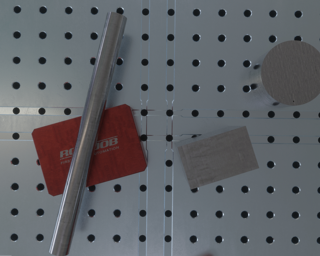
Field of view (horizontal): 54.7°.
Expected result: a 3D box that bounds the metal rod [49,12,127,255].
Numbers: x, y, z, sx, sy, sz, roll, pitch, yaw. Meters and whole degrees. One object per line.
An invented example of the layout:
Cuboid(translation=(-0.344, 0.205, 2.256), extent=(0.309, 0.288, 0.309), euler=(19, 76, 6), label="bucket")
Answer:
Cuboid(translation=(-0.088, 0.007, 0.381), extent=(0.025, 0.025, 0.298), euler=(14, 90, 0), label="metal rod")

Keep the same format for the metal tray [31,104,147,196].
Cuboid(translation=(-0.090, 0.028, 0.410), extent=(0.131, 0.030, 0.090), euler=(-16, 90, 0), label="metal tray")

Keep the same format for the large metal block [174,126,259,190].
Cuboid(translation=(0.065, 0.033, 0.386), extent=(0.080, 0.080, 0.050), euler=(-17, 90, 0), label="large metal block")

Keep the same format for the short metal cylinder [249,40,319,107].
Cuboid(translation=(0.163, -0.067, 0.402), extent=(0.081, 0.050, 0.079), euler=(0, 90, 0), label="short metal cylinder")
